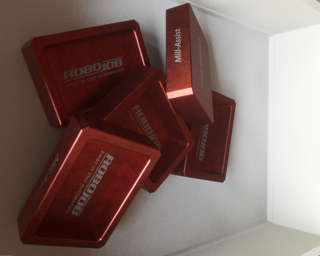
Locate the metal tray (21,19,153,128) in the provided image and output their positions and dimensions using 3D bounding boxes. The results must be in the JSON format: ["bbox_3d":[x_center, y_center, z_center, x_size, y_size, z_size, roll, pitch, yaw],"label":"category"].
[{"bbox_3d":[-0.070,-0.063,0.343,0.131,0.030,0.089,-26,107,-37],"label":"metal tray"}]

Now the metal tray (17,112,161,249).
[{"bbox_3d":[-0.069,0.058,0.307,0.091,0.030,0.129,22,105,-38],"label":"metal tray"}]

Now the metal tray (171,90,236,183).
[{"bbox_3d":[0.066,0.011,0.459,0.091,0.030,0.129,16,80,-39],"label":"metal tray"}]

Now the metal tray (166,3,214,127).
[{"bbox_3d":[0.038,-0.077,0.390,0.090,0.030,0.130,44,41,-56],"label":"metal tray"}]

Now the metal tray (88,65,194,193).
[{"bbox_3d":[-0.015,0.004,0.363,0.090,0.030,0.130,-47,133,-22],"label":"metal tray"}]
